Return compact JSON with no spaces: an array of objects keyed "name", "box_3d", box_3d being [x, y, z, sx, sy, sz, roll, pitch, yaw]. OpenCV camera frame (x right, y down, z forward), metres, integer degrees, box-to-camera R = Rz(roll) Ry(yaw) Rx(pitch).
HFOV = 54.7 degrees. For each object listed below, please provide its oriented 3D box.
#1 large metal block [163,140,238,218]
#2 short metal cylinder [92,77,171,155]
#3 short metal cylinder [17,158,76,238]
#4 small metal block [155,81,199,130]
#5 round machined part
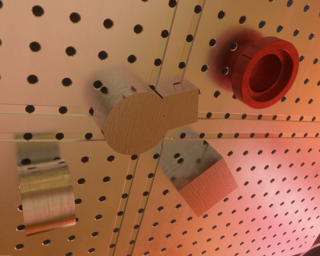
[{"name":"large metal block","box_3d":[0.064,0.079,0.482,0.080,0.050,0.080,-37,130,-4]},{"name":"short metal cylinder","box_3d":[-0.034,-0.015,0.368,0.081,0.050,0.079,-14,124,-21]},{"name":"short metal cylinder","box_3d":[-0.130,0.078,0.354,0.050,0.080,0.079,-8,122,-25]},{"name":"small metal block","box_3d":[0.022,-0.029,0.407,0.050,0.025,0.050,-16,125,-20]},{"name":"round machined part","box_3d":[0.140,-0.079,0.430,0.099,0.042,0.097,-14,125,-21]}]
